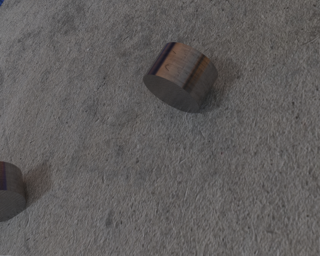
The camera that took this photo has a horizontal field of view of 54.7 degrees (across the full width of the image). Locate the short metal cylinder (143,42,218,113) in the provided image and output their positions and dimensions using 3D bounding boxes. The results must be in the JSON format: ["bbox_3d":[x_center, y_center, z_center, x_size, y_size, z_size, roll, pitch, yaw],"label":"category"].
[{"bbox_3d":[0.026,-0.062,0.393,0.080,0.080,0.050,21,73,36],"label":"short metal cylinder"}]

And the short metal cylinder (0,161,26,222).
[{"bbox_3d":[-0.236,0.092,0.436,0.080,0.080,0.050,-34,52,6],"label":"short metal cylinder"}]
